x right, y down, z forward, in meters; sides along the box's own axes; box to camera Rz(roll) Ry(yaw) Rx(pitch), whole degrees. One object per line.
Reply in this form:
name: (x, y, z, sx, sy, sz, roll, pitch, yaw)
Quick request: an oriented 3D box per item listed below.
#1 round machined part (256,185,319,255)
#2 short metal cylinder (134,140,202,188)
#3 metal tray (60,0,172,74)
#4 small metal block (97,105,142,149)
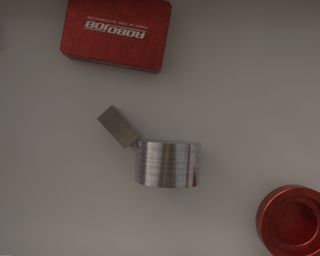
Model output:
round machined part: (0.174, 0.122, 0.405, 0.099, 0.042, 0.097, 0, 90, -1)
short metal cylinder: (0.010, 0.042, 0.384, 0.081, 0.080, 0.050, 3, 90, -1)
metal tray: (-0.056, -0.128, 0.408, 0.131, 0.030, 0.089, 10, 90, -1)
small metal block: (-0.050, -0.001, 0.398, 0.025, 0.050, 0.050, -42, 91, 0)
